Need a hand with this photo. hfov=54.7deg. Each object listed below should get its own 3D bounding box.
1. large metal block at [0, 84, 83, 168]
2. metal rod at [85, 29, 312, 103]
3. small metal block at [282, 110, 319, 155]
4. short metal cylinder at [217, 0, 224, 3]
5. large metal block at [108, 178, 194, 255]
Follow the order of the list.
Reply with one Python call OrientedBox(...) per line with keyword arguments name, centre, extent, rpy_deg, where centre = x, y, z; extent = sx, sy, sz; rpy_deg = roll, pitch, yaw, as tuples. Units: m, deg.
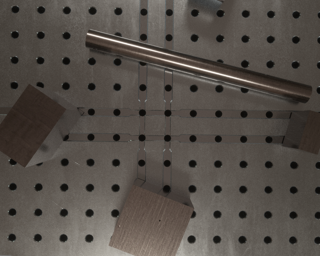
OrientedBox(name="large metal block", centre=(-0.148, -0.003, 0.384), extent=(0.050, 0.080, 0.080), rpy_deg=(35, 90, -1))
OrientedBox(name="metal rod", centre=(0.051, -0.082, 0.414), extent=(0.302, 0.025, 0.025), rpy_deg=(14, 90, -1))
OrientedBox(name="small metal block", centre=(0.188, 0.005, 0.403), extent=(0.025, 0.050, 0.050), rpy_deg=(17, 90, 0))
OrientedBox(name="short metal cylinder", centre=(0.073, -0.206, 0.387), extent=(0.050, 0.080, 0.080), rpy_deg=(23, 90, -1))
OrientedBox(name="large metal block", centre=(-0.011, 0.120, 0.401), extent=(0.080, 0.050, 0.080), rpy_deg=(22, 90, -1))
